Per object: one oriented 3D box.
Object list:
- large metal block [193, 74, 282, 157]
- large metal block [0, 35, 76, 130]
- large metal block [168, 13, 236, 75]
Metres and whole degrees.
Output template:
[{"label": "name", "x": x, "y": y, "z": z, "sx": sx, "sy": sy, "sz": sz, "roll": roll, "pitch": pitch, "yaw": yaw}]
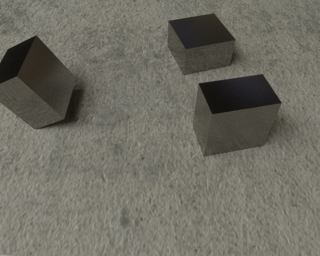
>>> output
[{"label": "large metal block", "x": 0.089, "y": -0.014, "z": 0.381, "sx": 0.081, "sy": 0.080, "sz": 0.050, "roll": -9, "pitch": 51, "yaw": -8}, {"label": "large metal block", "x": -0.163, "y": -0.058, "z": 0.405, "sx": 0.050, "sy": 0.080, "sz": 0.080, "roll": -17, "pitch": 47, "yaw": 21}, {"label": "large metal block", "x": 0.064, "y": -0.137, "z": 0.503, "sx": 0.081, "sy": 0.050, "sz": 0.080, "roll": -13, "pitch": 52, "yaw": -12}]
